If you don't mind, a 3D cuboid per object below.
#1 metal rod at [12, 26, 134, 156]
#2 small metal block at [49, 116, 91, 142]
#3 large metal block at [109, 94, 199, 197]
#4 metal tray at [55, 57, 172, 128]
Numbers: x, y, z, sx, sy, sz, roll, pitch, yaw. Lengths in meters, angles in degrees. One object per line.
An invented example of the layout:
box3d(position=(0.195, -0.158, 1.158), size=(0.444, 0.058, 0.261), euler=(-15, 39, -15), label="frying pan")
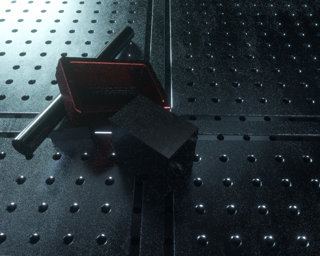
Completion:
box3d(position=(-0.103, -0.074, 0.443), size=(0.025, 0.025, 0.301), euler=(14, 44, 11), label="metal rod")
box3d(position=(-0.120, -0.011, 0.415), size=(0.050, 0.025, 0.050), euler=(-6, 50, -5), label="small metal block")
box3d(position=(-0.007, 0.020, 0.355), size=(0.080, 0.080, 0.050), euler=(32, 57, 23), label="large metal block")
box3d(position=(-0.060, -0.049, 0.406), size=(0.131, 0.030, 0.090), euler=(-6, 57, -33), label="metal tray")
